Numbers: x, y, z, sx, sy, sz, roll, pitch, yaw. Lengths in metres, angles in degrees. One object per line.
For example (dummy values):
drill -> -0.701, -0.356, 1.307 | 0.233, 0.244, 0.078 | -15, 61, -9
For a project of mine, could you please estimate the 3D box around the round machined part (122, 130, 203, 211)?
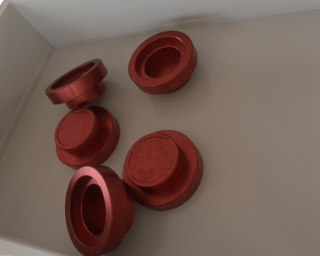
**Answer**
round machined part -> -0.002, 0.045, 0.368 | 0.098, 0.042, 0.098 | -13, 56, 20

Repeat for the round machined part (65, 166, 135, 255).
round machined part -> -0.066, 0.092, 0.354 | 0.098, 0.042, 0.097 | -6, 81, 46

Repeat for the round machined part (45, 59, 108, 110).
round machined part -> -0.123, -0.064, 0.481 | 0.098, 0.042, 0.098 | -23, 27, 13

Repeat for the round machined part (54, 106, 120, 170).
round machined part -> -0.111, 0.009, 0.446 | 0.098, 0.042, 0.098 | -13, 56, 20

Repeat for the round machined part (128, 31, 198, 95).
round machined part -> 0.008, -0.088, 0.444 | 0.098, 0.042, 0.098 | -13, 56, 20
